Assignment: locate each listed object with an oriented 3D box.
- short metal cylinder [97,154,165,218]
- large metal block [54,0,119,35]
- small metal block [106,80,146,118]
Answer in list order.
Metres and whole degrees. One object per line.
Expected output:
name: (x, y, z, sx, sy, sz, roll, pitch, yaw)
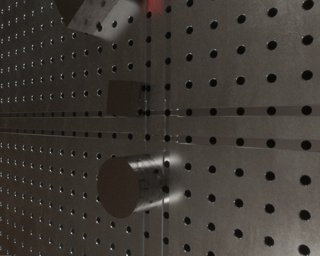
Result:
short metal cylinder: (-0.041, 0.078, 0.424, 0.080, 0.050, 0.079, 0, 90, 39)
large metal block: (-0.119, -0.210, 0.489, 0.080, 0.050, 0.080, -41, 65, 32)
small metal block: (-0.050, -0.043, 0.448, 0.050, 0.025, 0.050, 8, 95, 39)
